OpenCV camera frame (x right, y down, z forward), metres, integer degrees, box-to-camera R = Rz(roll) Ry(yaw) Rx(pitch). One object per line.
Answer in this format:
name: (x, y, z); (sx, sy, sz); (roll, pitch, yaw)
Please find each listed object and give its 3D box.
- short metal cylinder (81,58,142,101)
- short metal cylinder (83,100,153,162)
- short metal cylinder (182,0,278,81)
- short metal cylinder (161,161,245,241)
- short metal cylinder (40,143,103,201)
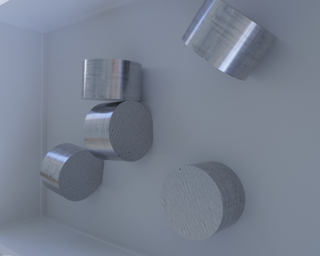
short metal cylinder: (-0.066, -0.063, 0.425); (0.080, 0.081, 0.050); (4, 93, 40)
short metal cylinder: (-0.055, 0.004, 0.416); (0.050, 0.081, 0.080); (-2, 89, 40)
short metal cylinder: (0.070, -0.092, 0.313); (0.080, 0.081, 0.050); (49, 119, 29)
short metal cylinder: (0.048, 0.080, 0.351); (0.080, 0.050, 0.080); (0, 90, 40)
short metal cylinder: (-0.136, 0.068, 0.484); (0.050, 0.081, 0.079); (13, 98, 39)
